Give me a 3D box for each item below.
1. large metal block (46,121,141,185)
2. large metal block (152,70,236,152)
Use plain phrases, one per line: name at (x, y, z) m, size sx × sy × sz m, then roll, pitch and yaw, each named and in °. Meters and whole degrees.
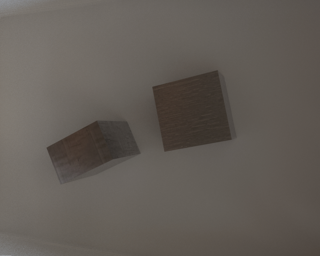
large metal block at (-0.085, 0.030, 0.411) m, size 0.080 × 0.080 × 0.050 m, roll -26°, pitch 82°, yaw 18°
large metal block at (0.044, -0.019, 0.382) m, size 0.080 × 0.050 × 0.080 m, roll -12°, pitch 86°, yaw 19°
